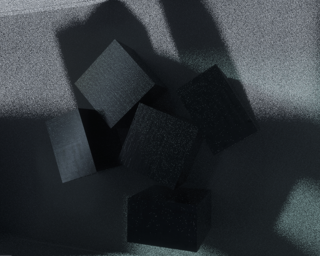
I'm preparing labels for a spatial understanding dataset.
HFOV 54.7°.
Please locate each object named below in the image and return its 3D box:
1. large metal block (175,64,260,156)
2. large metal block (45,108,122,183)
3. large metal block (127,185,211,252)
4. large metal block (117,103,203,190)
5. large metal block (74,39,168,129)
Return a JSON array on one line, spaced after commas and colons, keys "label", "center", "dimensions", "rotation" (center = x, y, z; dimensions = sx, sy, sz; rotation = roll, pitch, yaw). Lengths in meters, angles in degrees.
[{"label": "large metal block", "center": [0.070, -0.019, 0.354], "dimensions": [0.050, 0.080, 0.080], "rotation": [-32, 80, 17]}, {"label": "large metal block", "center": [-0.095, 0.021, 0.412], "dimensions": [0.050, 0.080, 0.080], "rotation": [-20, 84, 19]}, {"label": "large metal block", "center": [0.015, 0.105, 0.375], "dimensions": [0.080, 0.080, 0.050], "rotation": [1, 91, 19]}, {"label": "large metal block", "center": [0.004, 0.021, 0.394], "dimensions": [0.080, 0.050, 0.080], "rotation": [24, 98, 18]}, {"label": "large metal block", "center": [-0.051, -0.056, 0.412], "dimensions": [0.080, 0.050, 0.080], "rotation": [-44, 77, 14]}]
